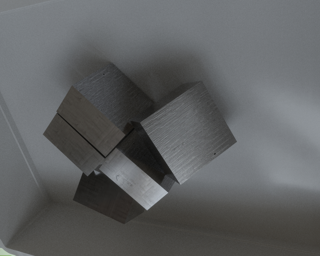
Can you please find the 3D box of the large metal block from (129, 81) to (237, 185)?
[{"bbox_3d":[0.025,0.003,0.351,0.080,0.080,0.050,58,167,-13],"label":"large metal block"}]

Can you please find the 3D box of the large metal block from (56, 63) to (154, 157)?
[{"bbox_3d":[-0.065,-0.025,0.388,0.080,0.080,0.050,43,129,-2],"label":"large metal block"}]

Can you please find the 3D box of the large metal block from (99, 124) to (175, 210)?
[{"bbox_3d":[-0.017,0.044,0.405,0.080,0.080,0.050,41,129,0],"label":"large metal block"}]

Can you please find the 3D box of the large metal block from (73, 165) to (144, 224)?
[{"bbox_3d":[-0.064,0.091,0.451,0.080,0.080,0.050,20,92,16],"label":"large metal block"}]

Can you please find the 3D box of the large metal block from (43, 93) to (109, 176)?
[{"bbox_3d":[-0.093,0.004,0.422,0.080,0.080,0.050,44,129,-3],"label":"large metal block"}]
